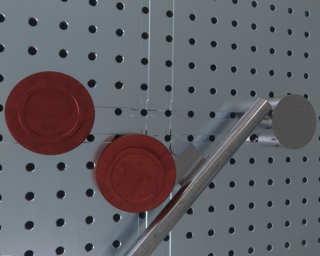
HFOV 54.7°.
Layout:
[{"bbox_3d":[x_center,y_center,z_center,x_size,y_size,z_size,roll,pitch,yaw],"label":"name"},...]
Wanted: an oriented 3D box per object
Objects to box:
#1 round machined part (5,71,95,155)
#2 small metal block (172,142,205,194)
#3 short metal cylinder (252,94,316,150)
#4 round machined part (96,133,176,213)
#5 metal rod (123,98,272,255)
[{"bbox_3d":[-0.125,-0.017,0.358,0.099,0.042,0.097,0,90,-20],"label":"round machined part"},{"bbox_3d":[0.036,0.055,0.426,0.050,0.025,0.050,-44,104,-15],"label":"small metal block"},{"bbox_3d":[0.185,-0.009,0.468,0.081,0.050,0.079,0,90,-20],"label":"short metal cylinder"},{"bbox_3d":[-0.029,0.056,0.379,0.099,0.042,0.097,0,92,-3],"label":"round machined part"},{"bbox_3d":[0.048,0.073,0.404,0.025,0.025,0.301,47,76,-14],"label":"metal rod"}]
